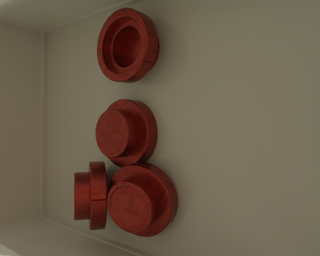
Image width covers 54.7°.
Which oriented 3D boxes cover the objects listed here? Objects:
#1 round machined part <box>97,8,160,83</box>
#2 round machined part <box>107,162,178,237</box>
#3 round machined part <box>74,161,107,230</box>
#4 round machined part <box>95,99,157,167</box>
[{"bbox_3d":[-0.039,-0.110,0.429,0.098,0.042,0.097,0,90,40],"label":"round machined part"},{"bbox_3d":[-0.030,0.097,0.406,0.098,0.042,0.097,5,101,27],"label":"round machined part"},{"bbox_3d":[-0.103,0.098,0.450,0.098,0.042,0.097,-179,89,-75],"label":"round machined part"},{"bbox_3d":[-0.054,0.007,0.441,0.098,0.042,0.097,0,90,40],"label":"round machined part"}]
